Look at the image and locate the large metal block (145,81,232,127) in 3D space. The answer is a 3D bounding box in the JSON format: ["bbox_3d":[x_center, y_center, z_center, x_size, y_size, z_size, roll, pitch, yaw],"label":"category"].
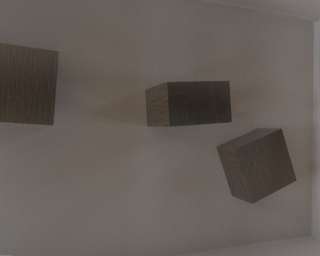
[{"bbox_3d":[0.033,-0.029,0.395,0.081,0.080,0.050,-4,92,-20],"label":"large metal block"}]

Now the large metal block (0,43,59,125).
[{"bbox_3d":[-0.157,-0.045,0.339,0.081,0.050,0.080,4,89,-20],"label":"large metal block"}]

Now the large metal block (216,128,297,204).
[{"bbox_3d":[0.140,0.052,0.451,0.081,0.050,0.080,-21,97,-19],"label":"large metal block"}]
